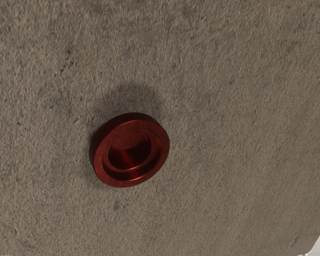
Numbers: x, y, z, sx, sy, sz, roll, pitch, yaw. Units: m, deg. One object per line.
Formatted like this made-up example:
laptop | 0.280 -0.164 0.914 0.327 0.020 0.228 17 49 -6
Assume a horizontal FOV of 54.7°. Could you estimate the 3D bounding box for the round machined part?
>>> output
round machined part | -0.041 0.023 0.389 0.099 0.042 0.097 -14 125 -21
